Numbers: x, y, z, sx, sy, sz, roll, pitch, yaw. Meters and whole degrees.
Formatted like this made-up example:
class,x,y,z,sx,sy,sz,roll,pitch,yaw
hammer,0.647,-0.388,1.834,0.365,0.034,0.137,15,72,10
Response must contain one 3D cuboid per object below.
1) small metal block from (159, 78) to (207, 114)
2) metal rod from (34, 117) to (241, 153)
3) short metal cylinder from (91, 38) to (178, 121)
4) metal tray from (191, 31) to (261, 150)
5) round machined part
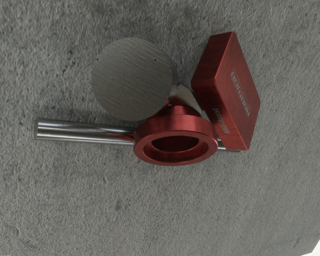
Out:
class,x,y,z,sx,sy,sz,roll,pitch,yaw
small metal block,0.023,-0.041,0.377,0.050,0.050,0.025,26,104,-37
metal rod,-0.006,0.014,0.414,0.302,0.025,0.025,6,116,-31
short metal cylinder,-0.024,-0.050,0.323,0.080,0.050,0.079,1,98,9
metal tray,0.090,-0.043,0.394,0.130,0.030,0.090,54,48,-40
round machined part,0.018,0.008,0.372,0.099,0.042,0.098,-2,151,-1
